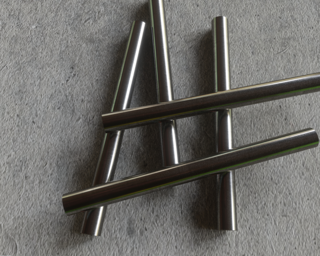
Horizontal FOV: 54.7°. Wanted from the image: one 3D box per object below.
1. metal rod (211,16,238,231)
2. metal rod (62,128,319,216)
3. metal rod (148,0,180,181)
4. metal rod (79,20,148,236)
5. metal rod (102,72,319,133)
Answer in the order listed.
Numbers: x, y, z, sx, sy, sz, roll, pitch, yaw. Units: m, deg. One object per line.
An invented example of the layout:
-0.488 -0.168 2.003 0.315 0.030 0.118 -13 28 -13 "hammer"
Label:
0.084 -0.020 0.415 0.025 0.025 0.299 2 70 1 "metal rod"
0.040 0.049 0.362 0.302 0.025 0.025 -14 71 -6 "metal rod"
0.004 -0.073 0.434 0.025 0.025 0.299 -4 70 -2 "metal rod"
-0.056 -0.014 0.412 0.025 0.025 0.299 9 70 3 "metal rod"
0.079 -0.035 0.393 0.302 0.025 0.025 -11 71 -5 "metal rod"
